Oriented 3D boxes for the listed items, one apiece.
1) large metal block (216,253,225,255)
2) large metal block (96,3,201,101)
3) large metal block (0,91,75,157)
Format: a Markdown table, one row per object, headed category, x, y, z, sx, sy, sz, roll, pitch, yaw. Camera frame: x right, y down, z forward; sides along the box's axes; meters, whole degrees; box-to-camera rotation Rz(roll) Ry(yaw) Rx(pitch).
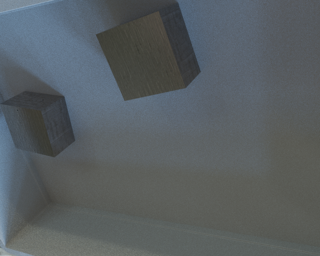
| category | x | y | z | sx | sy | sz | roll | pitch | yaw |
| --- | --- | --- | --- | --- | --- | --- | --- | --- | --- |
| large metal block | 0.101 | 0.262 | 0.503 | 0.080 | 0.050 | 0.080 | 39 | 129 | 1 |
| large metal block | -0.011 | -0.083 | 0.346 | 0.080 | 0.050 | 0.080 | -8 | 114 | 31 |
| large metal block | -0.189 | -0.008 | 0.485 | 0.080 | 0.050 | 0.079 | 9 | 123 | 23 |
